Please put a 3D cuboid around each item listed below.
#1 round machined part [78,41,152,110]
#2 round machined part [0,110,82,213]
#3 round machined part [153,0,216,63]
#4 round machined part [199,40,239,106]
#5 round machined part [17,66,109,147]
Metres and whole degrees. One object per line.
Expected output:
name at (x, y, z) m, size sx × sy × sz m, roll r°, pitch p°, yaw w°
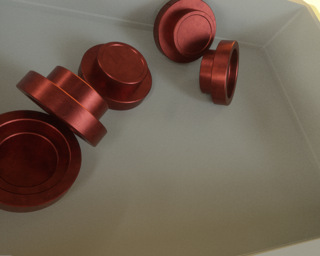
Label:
round machined part at (-0.055, -0.075, 0.412) m, size 0.099 × 0.042 × 0.098 m, roll 14°, pitch 56°, yaw -21°
round machined part at (-0.131, 0.034, 0.304) m, size 0.099 × 0.042 × 0.098 m, roll 14°, pitch 56°, yaw -21°
round machined part at (0.043, -0.146, 0.470) m, size 0.099 × 0.097 × 0.042 m, roll 4°, pitch 24°, yaw -27°
round machined part at (0.090, -0.085, 0.474) m, size 0.042 × 0.098 × 0.098 m, roll 9°, pitch 48°, yaw 21°
round machined part at (-0.093, -0.026, 0.321) m, size 0.098 × 0.098 × 0.042 m, roll 38°, pitch 77°, yaw -3°
